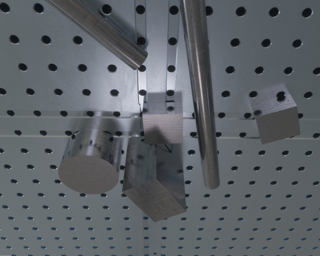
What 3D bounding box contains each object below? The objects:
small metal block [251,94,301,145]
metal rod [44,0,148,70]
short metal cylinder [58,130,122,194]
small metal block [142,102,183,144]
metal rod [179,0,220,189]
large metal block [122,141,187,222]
[{"bbox_3d":[0.151,-0.010,0.405,0.050,0.025,0.050,-16,129,13],"label":"small metal block"},{"bbox_3d":[-0.132,-0.153,0.280,0.301,0.025,0.025,35,122,-27],"label":"metal rod"},{"bbox_3d":[-0.096,0.049,0.436,0.081,0.050,0.079,0,130,0],"label":"short metal cylinder"},{"bbox_3d":[0.004,-0.006,0.407,0.050,0.025,0.050,-2,130,1],"label":"small metal block"},{"bbox_3d":[0.055,-0.025,0.390,0.025,0.025,0.298,-8,130,6],"label":"metal rod"},{"bbox_3d":[-0.006,0.071,0.436,0.050,0.080,0.080,-24,126,19],"label":"large metal block"}]
